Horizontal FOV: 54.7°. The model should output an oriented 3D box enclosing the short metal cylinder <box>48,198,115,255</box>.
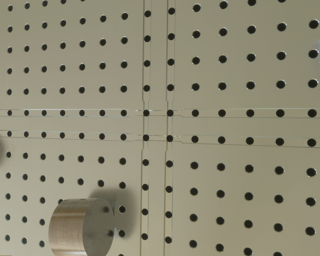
[{"bbox_3d":[-0.103,0.136,0.420,0.050,0.080,0.080,-6,88,20],"label":"short metal cylinder"}]
